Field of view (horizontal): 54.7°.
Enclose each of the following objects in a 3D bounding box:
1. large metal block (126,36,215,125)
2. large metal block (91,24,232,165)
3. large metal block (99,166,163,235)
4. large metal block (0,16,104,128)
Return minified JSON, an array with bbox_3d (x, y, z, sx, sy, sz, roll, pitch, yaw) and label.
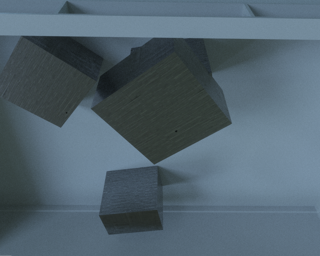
[{"bbox_3d":[0.012,-0.051,0.329,0.080,0.080,0.050,-8,130,7],"label":"large metal block"},{"bbox_3d":[0.002,-0.025,0.266,0.080,0.050,0.080,-30,124,23],"label":"large metal block"},{"bbox_3d":[-0.039,0.107,0.463,0.080,0.080,0.050,-7,130,6],"label":"large metal block"},{"bbox_3d":[-0.122,-0.059,0.341,0.080,0.050,0.080,31,124,-24],"label":"large metal block"}]
